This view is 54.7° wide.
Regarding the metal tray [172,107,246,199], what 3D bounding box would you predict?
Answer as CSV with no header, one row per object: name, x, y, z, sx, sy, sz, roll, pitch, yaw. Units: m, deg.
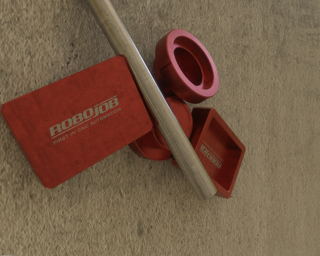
metal tray,0.077,0.039,0.453,0.130,0.030,0.090,42,64,-44

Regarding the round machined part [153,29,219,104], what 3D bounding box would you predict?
round machined part,0.030,-0.076,0.405,0.099,0.042,0.098,25,52,-36

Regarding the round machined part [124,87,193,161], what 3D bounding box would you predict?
round machined part,0.004,-0.006,0.399,0.099,0.042,0.097,0,90,-40

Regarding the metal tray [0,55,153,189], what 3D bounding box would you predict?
metal tray,-0.080,-0.010,0.321,0.131,0.030,0.090,-31,107,-27

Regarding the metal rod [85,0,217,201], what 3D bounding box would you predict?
metal rod,-0.017,-0.051,0.348,0.025,0.025,0.299,-34,98,-35
